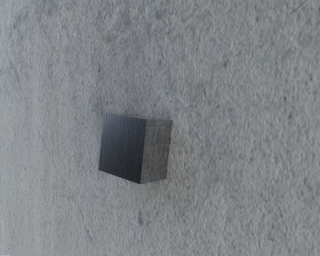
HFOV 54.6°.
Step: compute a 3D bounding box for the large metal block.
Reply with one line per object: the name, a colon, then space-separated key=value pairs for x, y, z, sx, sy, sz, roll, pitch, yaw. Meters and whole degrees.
large metal block: x=-0.034 y=0.024 z=0.418 sx=0.080 sy=0.050 sz=0.080 roll=10 pitch=96 yaw=39
